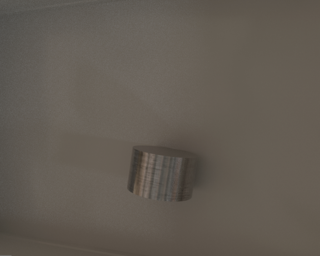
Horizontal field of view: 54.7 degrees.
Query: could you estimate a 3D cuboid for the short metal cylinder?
[{"bbox_3d":[0.003,0.053,0.379,0.080,0.080,0.050,9,93,19],"label":"short metal cylinder"}]
